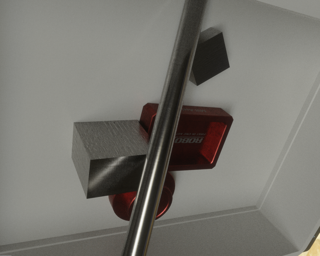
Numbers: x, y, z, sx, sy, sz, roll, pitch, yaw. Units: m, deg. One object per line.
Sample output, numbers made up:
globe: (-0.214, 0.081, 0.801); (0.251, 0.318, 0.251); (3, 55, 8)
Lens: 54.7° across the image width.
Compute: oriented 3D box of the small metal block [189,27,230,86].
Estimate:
small metal block: (0.055, -0.089, 0.385); (0.050, 0.025, 0.050); (-31, 129, -9)

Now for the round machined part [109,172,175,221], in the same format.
round machined part: (-0.021, 0.099, 0.449); (0.099, 0.042, 0.097); (-14, 125, -21)

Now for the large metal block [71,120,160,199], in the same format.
large metal block: (-0.054, 0.032, 0.365); (0.081, 0.080, 0.050); (-3, 120, -27)

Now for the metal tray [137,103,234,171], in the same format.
metal tray: (0.031, 0.015, 0.433); (0.131, 0.030, 0.089); (1, 118, -30)

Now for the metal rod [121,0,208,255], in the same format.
metal rod: (0.006, -0.004, 0.328); (0.025, 0.025, 0.299); (19, 82, -36)
